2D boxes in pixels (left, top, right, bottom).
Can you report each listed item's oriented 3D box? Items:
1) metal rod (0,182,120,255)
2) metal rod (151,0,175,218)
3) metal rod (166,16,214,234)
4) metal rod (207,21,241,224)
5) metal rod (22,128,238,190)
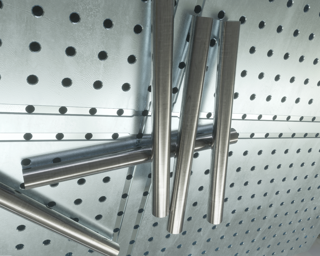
[{"bbox_3d":[-0.153,0.111,0.397,0.025,0.025,0.300,-43,130,1],"label":"metal rod"},{"bbox_3d":[0.002,-0.017,0.380,0.025,0.025,0.298,-10,116,-23],"label":"metal rod"},{"bbox_3d":[0.036,0.010,0.410,0.025,0.025,0.298,-4,112,-27],"label":"metal rod"},{"bbox_3d":[0.086,0.007,0.435,0.025,0.025,0.298,-10,114,-24],"label":"metal rod"},{"bbox_3d":[-0.023,0.036,0.422,0.303,0.025,0.025,-10,123,-24],"label":"metal rod"}]
